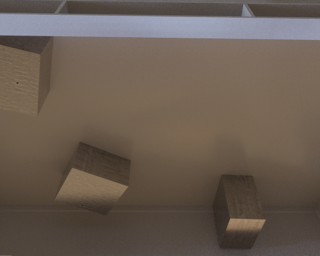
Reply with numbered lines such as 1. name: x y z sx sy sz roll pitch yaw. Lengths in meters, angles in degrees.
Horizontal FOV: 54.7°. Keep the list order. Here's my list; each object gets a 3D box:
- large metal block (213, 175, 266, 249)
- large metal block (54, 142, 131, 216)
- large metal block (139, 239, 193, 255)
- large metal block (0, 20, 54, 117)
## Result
1. large metal block: 0.120 0.131 0.485 0.050 0.080 0.079 3 130 -2
2. large metal block: -0.098 0.077 0.457 0.080 0.050 0.080 23 127 -19
3. large metal block: 0.013 0.280 0.633 0.080 0.050 0.080 -31 124 23
4. large metal block: -0.165 -0.066 0.334 0.081 0.050 0.079 13 129 -11
